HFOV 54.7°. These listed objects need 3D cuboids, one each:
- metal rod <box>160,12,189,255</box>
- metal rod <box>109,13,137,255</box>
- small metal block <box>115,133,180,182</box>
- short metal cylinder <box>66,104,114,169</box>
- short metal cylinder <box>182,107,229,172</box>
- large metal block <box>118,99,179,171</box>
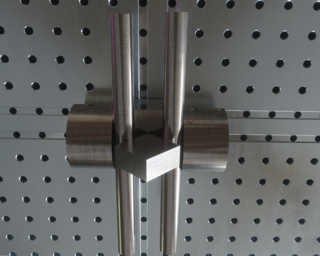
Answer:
[{"bbox_3d":[0.014,0.022,0.365,0.025,0.025,0.298,1,110,-1],"label":"metal rod"},{"bbox_3d":[-0.041,0.024,0.365,0.025,0.025,0.298,1,110,-1],"label":"metal rod"},{"bbox_3d":[-0.014,0.030,0.340,0.050,0.050,0.025,19,117,40],"label":"small metal block"},{"bbox_3d":[-0.080,0.010,0.383,0.050,0.080,0.079,1,110,-1],"label":"short metal cylinder"},{"bbox_3d":[0.052,0.014,0.385,0.050,0.080,0.079,1,110,0],"label":"short metal cylinder"},{"bbox_3d":[-0.014,0.008,0.399,0.081,0.050,0.079,1,110,-1],"label":"large metal block"}]
